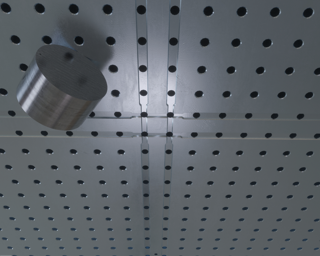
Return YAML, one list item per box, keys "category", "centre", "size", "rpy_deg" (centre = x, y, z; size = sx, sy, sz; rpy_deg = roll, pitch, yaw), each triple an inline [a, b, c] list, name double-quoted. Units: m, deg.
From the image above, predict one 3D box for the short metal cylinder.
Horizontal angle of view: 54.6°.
- category: "short metal cylinder"
  centre: [-0.105, -0.044, 0.337]
  size: [0.080, 0.080, 0.050]
  rpy_deg: [30, 124, -23]
